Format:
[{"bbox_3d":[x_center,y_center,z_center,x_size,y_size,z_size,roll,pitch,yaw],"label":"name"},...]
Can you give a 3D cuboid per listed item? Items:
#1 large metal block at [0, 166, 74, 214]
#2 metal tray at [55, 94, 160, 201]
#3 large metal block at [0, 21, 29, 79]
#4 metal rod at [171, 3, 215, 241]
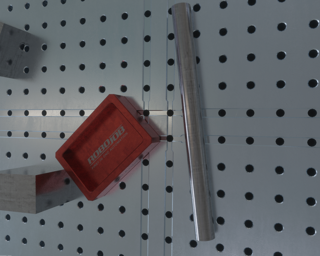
[{"bbox_3d":[-0.184,0.086,0.448,0.080,0.080,0.050,0,90,20],"label":"large metal block"},{"bbox_3d":[-0.076,0.027,0.436,0.130,0.030,0.090,-45,76,14],"label":"metal tray"},{"bbox_3d":[-0.270,-0.134,0.495,0.080,0.050,0.080,26,98,18],"label":"large metal block"},{"bbox_3d":[0.042,-0.009,0.397,0.025,0.025,0.298,-7,88,20],"label":"metal rod"}]
